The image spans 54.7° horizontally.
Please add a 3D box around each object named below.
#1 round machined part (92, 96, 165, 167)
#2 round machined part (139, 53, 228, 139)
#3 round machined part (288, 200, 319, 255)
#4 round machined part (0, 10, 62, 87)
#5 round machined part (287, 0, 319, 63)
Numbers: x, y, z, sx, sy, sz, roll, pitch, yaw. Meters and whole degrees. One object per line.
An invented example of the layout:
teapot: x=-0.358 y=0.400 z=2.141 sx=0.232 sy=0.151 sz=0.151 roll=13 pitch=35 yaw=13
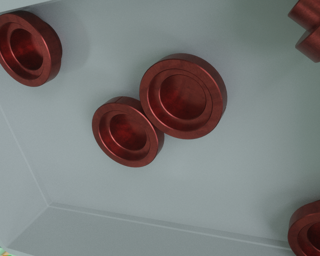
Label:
round machined part: x=-0.039 y=0.001 z=0.417 sx=0.098 sy=0.042 sz=0.097 roll=13 pitch=124 yaw=20
round machined part: x=0.029 y=-0.039 z=0.357 sx=0.098 sy=0.042 sz=0.097 roll=13 pitch=124 yaw=20
round machined part: x=0.205 y=0.123 z=0.366 sx=0.098 sy=0.042 sz=0.097 roll=13 pitch=124 yaw=20
round machined part: x=-0.173 y=-0.109 z=0.420 sx=0.098 sy=0.042 sz=0.097 roll=13 pitch=124 yaw=20
round machined part: x=0.135 y=-0.100 z=0.229 sx=0.042 sy=0.099 sz=0.097 roll=40 pitch=129 yaw=6
